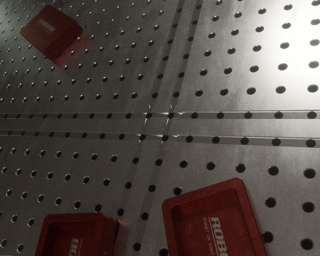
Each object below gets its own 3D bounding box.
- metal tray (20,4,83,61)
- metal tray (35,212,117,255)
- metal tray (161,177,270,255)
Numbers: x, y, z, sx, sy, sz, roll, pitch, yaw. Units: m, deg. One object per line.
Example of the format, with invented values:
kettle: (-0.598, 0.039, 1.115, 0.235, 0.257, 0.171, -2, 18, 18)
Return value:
metal tray: (-0.229, -0.202, 0.646, 0.090, 0.030, 0.130, -48, 52, -6)
metal tray: (-0.104, 0.166, 0.355, 0.090, 0.030, 0.130, -8, 58, 23)
metal tray: (0.057, 0.123, 0.299, 0.090, 0.030, 0.130, -21, 54, 15)
